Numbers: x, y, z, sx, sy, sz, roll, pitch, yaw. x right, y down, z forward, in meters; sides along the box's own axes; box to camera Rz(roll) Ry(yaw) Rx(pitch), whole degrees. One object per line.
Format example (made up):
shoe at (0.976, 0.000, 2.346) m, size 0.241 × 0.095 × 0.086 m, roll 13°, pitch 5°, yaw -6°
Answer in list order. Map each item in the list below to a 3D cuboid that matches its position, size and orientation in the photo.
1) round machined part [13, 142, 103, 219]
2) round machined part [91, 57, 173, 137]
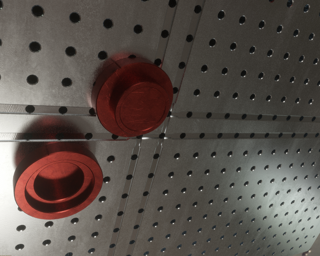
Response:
round machined part at (-0.122, 0.058, 0.370) m, size 0.099 × 0.042 × 0.097 m, roll -14°, pitch 125°, yaw -21°
round machined part at (-0.027, -0.031, 0.368) m, size 0.099 × 0.042 × 0.097 m, roll -14°, pitch 125°, yaw -21°
